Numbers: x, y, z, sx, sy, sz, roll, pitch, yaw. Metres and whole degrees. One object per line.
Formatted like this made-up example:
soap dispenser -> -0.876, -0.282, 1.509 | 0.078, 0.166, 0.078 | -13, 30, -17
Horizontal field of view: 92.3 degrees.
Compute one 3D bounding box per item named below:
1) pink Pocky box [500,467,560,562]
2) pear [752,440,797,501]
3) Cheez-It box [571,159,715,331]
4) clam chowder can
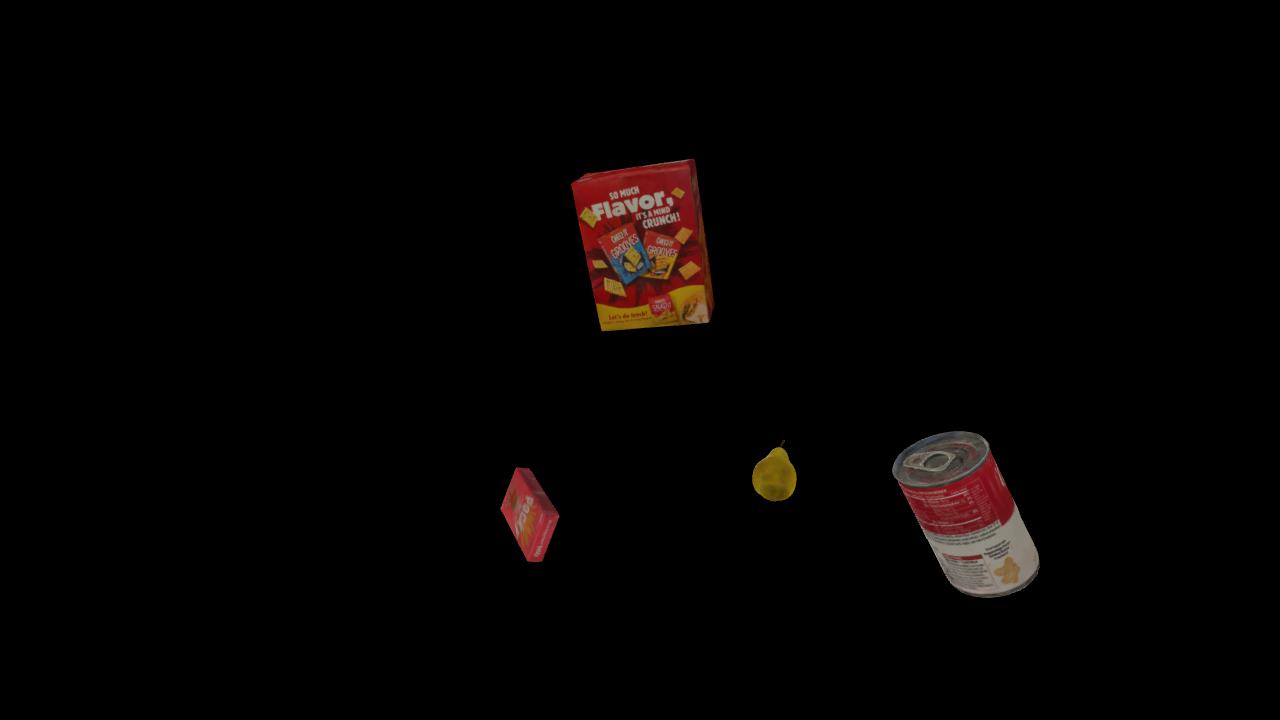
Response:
pink Pocky box -> -0.180, 0.245, 0.990 | 0.029, 0.084, 0.155 | 15, 11, -33
pear -> 0.232, 0.186, 1.055 | 0.080, 0.080, 0.111 | 0, 34, 18
Cheez-It box -> 0.008, -0.157, 0.870 | 0.166, 0.223, 0.071 | -4, 27, 15
clam chowder can -> 0.240, 0.113, 0.453 | 0.068, 0.102, 0.068 | -28, 10, 6
